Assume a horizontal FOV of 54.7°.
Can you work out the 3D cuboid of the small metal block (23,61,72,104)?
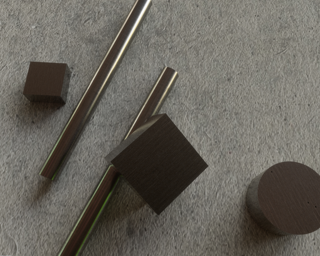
[{"bbox_3d":[-0.155,-0.063,0.430,0.050,0.025,0.050,3,70,1],"label":"small metal block"}]

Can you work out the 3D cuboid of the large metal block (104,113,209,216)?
[{"bbox_3d":[-0.006,0.040,0.364,0.080,0.050,0.080,-42,101,-14],"label":"large metal block"}]

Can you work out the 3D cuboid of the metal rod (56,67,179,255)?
[{"bbox_3d":[-0.052,0.048,0.390,0.025,0.025,0.300,25,72,9],"label":"metal rod"}]

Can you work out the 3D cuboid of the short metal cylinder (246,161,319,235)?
[{"bbox_3d":[0.148,0.084,0.365,0.081,0.050,0.080,0,70,0],"label":"short metal cylinder"}]

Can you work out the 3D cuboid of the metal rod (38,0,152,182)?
[{"bbox_3d":[-0.082,-0.067,0.432,0.025,0.025,0.300,22,71,7],"label":"metal rod"}]
